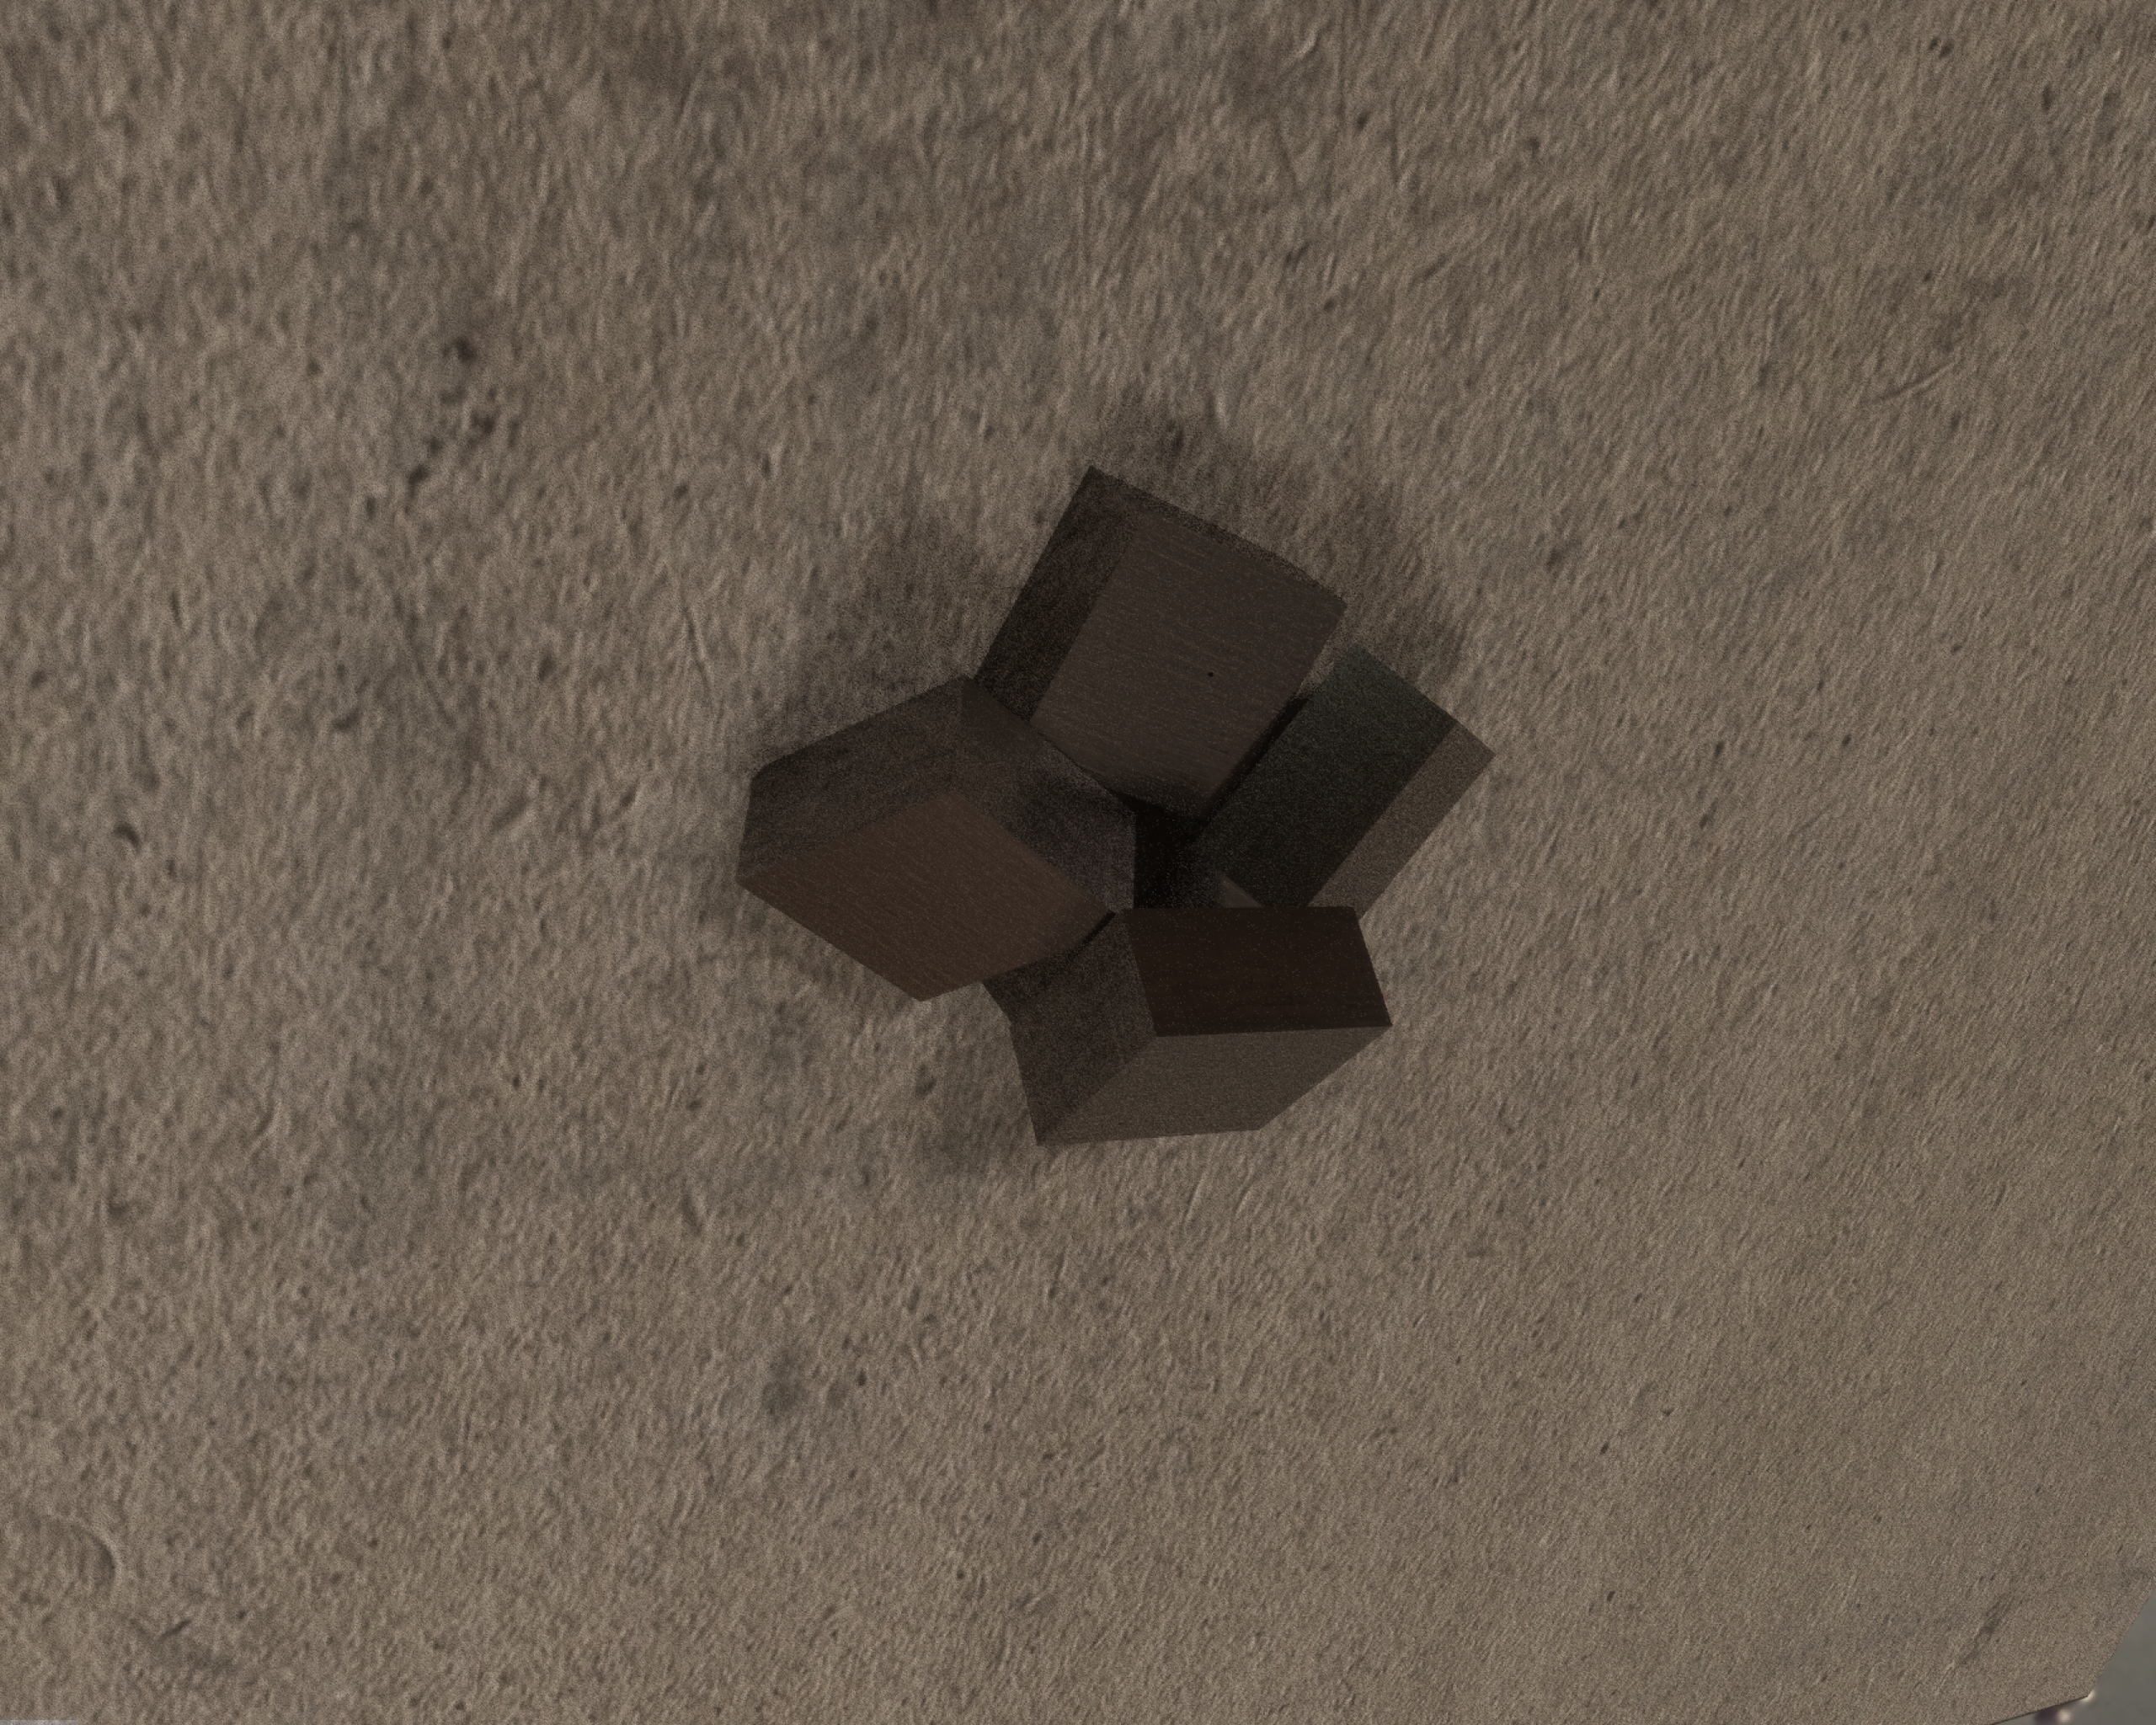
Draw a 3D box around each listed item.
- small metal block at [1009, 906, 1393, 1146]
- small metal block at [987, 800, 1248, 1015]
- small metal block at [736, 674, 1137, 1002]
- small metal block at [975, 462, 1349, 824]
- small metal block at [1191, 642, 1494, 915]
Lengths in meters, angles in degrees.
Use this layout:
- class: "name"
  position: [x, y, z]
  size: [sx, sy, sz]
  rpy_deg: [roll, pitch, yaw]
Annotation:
- class: "small metal block"
  position: [0.022, 0.031, 0.394]
  size: [0.050, 0.025, 0.050]
  rpy_deg: [0, 151, -29]
- class: "small metal block"
  position: [0.015, 0.020, 0.431]
  size: [0.050, 0.025, 0.050]
  rpy_deg: [-48, 129, 5]
- class: "small metal block"
  position: [-0.025, -0.003, 0.380]
  size: [0.050, 0.025, 0.050]
  rpy_deg: [-21, 139, 31]
- class: "small metal block"
  position: [0.014, -0.040, 0.393]
  size: [0.050, 0.025, 0.050]
  rpy_deg: [19, 108, -36]
- class: "small metal block"
  position: [0.054, -0.013, 0.418]
  size: [0.050, 0.025, 0.050]
  rpy_deg: [-52, 162, 8]
